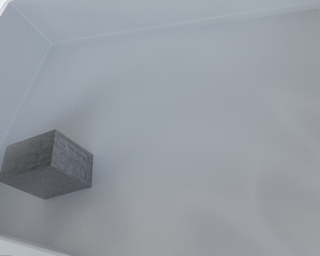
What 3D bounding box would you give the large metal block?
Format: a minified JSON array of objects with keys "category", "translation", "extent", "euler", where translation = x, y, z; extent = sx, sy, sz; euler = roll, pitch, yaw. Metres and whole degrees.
[{"category":"large metal block","translation":[-0.148,0.052,0.414],"extent":[0.080,0.080,0.050],"euler":[-17,55,18]}]
